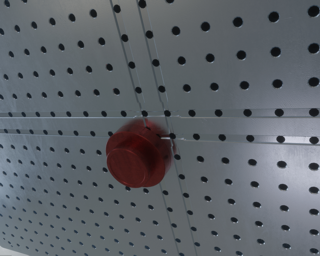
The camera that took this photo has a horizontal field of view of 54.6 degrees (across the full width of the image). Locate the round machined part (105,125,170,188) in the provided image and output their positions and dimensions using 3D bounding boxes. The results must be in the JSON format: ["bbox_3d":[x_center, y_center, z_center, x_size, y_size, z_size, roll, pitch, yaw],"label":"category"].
[{"bbox_3d":[-0.038,0.048,0.451,0.098,0.042,0.097,13,124,21],"label":"round machined part"}]
